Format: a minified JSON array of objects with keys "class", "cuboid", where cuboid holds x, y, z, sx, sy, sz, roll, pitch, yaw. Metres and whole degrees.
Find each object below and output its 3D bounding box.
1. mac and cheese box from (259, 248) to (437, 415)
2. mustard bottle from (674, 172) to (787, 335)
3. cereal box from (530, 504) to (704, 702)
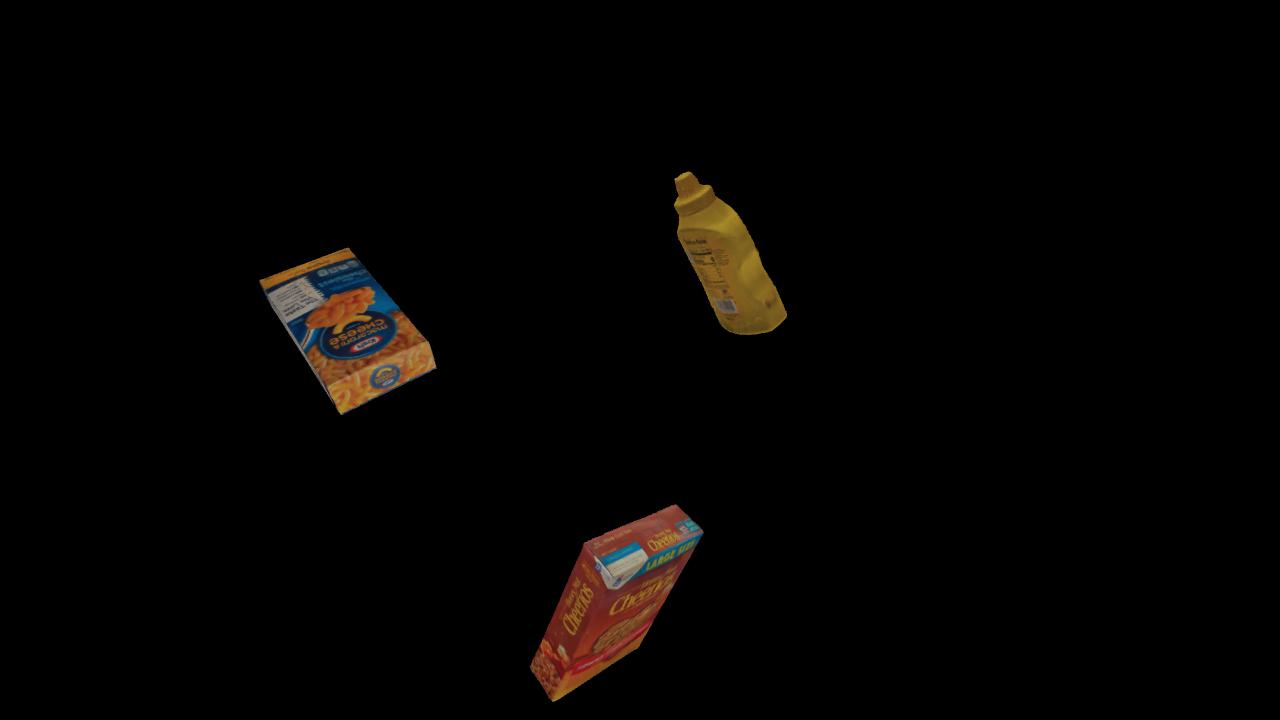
[{"class":"mac and cheese box","cuboid":[-0.278,-0.035,0.580,0.093,0.041,0.184,-29,52,-29]},{"class":"mustard bottle","cuboid":[0.084,-0.113,0.649,0.054,0.184,0.092,-39,26,-15]},{"class":"cereal box","cuboid":[-0.039,0.385,0.983,0.203,0.306,0.081,-9,41,-46]}]
